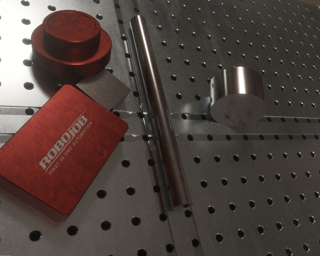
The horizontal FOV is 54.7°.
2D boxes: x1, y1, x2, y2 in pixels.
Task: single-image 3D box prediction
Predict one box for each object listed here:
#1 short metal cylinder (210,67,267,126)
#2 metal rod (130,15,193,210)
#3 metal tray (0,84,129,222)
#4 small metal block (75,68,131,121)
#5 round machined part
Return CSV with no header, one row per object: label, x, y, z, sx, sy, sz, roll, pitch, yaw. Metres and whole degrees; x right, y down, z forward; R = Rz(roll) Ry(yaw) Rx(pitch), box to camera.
short metal cylinder,0.116,-0.046,0.465,0.081,0.080,0.050,18,55,-19
metal rod,-0.004,-0.038,0.430,0.025,0.025,0.299,1,61,-28
metal tray,-0.104,0.022,0.337,0.090,0.030,0.130,35,51,-6
small metal block,-0.074,-0.045,0.397,0.050,0.025,0.050,40,51,-2
round machined part,-0.110,-0.113,0.391,0.099,0.042,0.098,8,49,-9
